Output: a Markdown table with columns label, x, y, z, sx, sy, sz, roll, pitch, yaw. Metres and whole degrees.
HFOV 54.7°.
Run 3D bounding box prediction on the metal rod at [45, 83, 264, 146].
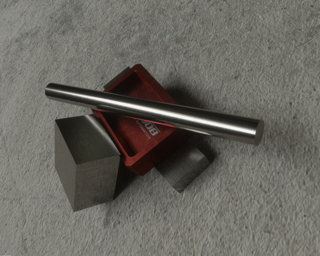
| label | x | y | z | sx | sy | sz | roll | pitch | yaw |
| --- | --- | --- | --- | --- | --- | --- | --- | --- | --- |
| metal rod | -0.032 | -0.024 | 0.365 | 0.300 | 0.025 | 0.025 | 13 | 68 | 33 |

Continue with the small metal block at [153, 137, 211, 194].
| label | x | y | z | sx | sy | sz | roll | pitch | yaw |
| --- | --- | --- | --- | --- | --- | --- | --- | --- | --- |
| small metal block | 0.023 | 0.040 | 0.368 | 0.050 | 0.025 | 0.050 | -43 | 51 | -2 |

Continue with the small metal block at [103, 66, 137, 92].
| label | x | y | z | sx | sy | sz | roll | pitch | yaw |
| --- | --- | --- | --- | --- | --- | --- | --- | --- | --- |
| small metal block | -0.050 | -0.057 | 0.465 | 0.050 | 0.025 | 0.050 | -39 | 51 | 2 |

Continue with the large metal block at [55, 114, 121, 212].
| label | x | y | z | sx | sy | sz | roll | pitch | yaw |
| --- | --- | --- | --- | --- | --- | --- | --- | --- | --- |
| large metal block | -0.093 | 0.041 | 0.381 | 0.050 | 0.079 | 0.080 | -11 | 43 | -30 |

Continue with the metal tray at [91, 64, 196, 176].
| label | x | y | z | sx | sy | sz | roll | pitch | yaw |
| --- | --- | --- | --- | --- | --- | --- | --- | --- | --- |
| metal tray | -0.026 | -0.015 | 0.391 | 0.090 | 0.030 | 0.130 | -39 | 51 | 1 |
